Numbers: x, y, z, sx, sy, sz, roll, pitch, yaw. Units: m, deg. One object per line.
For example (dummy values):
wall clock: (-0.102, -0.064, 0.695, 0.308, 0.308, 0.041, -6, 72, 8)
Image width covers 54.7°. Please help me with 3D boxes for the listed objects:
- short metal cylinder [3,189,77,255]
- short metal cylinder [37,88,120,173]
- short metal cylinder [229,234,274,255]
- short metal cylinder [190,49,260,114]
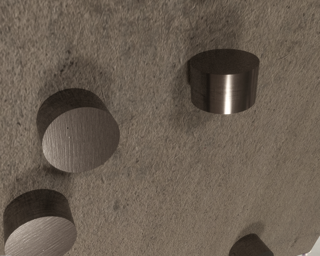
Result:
short metal cylinder: (-0.150, 0.124, 0.386, 0.081, 0.050, 0.079, -14, 125, -21)
short metal cylinder: (-0.091, 0.002, 0.343, 0.081, 0.050, 0.079, -14, 125, -21)
short metal cylinder: (0.199, 0.279, 0.676, 0.081, 0.050, 0.079, -14, 125, -21)
short metal cylinder: (0.078, -0.059, 0.379, 0.081, 0.080, 0.050, -18, 126, -18)
